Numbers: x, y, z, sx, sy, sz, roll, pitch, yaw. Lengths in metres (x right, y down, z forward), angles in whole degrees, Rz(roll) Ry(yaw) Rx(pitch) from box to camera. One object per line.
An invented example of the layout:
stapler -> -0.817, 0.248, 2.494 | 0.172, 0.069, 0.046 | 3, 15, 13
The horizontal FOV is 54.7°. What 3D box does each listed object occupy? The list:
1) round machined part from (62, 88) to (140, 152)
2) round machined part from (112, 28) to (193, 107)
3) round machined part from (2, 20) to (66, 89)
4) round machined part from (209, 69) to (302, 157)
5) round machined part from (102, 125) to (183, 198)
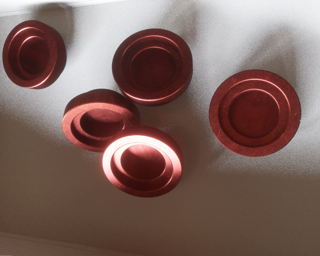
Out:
round machined part -> -0.075, -0.013, 0.407 | 0.098, 0.098, 0.042 | -21, 46, 18
round machined part -> -0.008, -0.072, 0.392 | 0.099, 0.042, 0.098 | -2, 73, 6
round machined part -> -0.181, -0.106, 0.464 | 0.098, 0.042, 0.097 | 0, 90, 19
round machined part -> 0.110, -0.016, 0.362 | 0.098, 0.042, 0.097 | 0, 90, 19
round machined part -> -0.019, 0.038, 0.392 | 0.099, 0.042, 0.097 | 4, 122, 6
